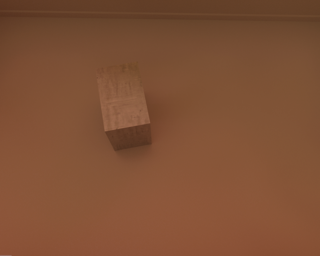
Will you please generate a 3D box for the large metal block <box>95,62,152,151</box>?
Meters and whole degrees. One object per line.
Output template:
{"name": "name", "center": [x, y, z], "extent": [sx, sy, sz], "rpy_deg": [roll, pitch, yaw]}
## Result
{"name": "large metal block", "center": [-0.043, -0.024, 0.389], "extent": [0.050, 0.080, 0.080], "rpy_deg": [-11, 71, -4]}
